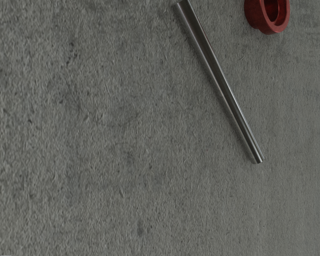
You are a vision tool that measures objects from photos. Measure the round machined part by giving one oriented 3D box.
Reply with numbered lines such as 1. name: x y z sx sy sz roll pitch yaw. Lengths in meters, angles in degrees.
1. round machined part: 0.186 -0.214 0.549 0.099 0.042 0.097 0 90 -40

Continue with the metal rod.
1. metal rod: 0.100 -0.060 0.488 0.025 0.025 0.299 -47 118 -30
